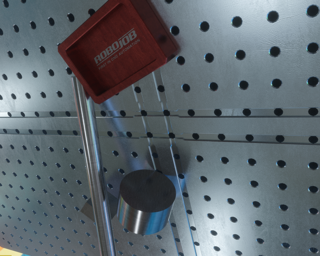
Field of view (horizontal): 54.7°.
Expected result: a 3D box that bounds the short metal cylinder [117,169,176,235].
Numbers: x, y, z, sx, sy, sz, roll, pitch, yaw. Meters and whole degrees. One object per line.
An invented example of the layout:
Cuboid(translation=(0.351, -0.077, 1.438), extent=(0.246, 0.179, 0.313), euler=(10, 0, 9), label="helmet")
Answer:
Cuboid(translation=(-0.021, 0.107, 0.453), extent=(0.080, 0.080, 0.050), euler=(23, 127, 14), label="short metal cylinder")

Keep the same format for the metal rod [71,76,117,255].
Cuboid(translation=(-0.096, 0.071, 0.465), extent=(0.025, 0.025, 0.298), euler=(3, 107, 27), label="metal rod")

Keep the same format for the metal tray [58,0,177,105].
Cuboid(translation=(-0.056, -0.094, 0.378), extent=(0.130, 0.030, 0.090), euler=(-25, 105, 36), label="metal tray")

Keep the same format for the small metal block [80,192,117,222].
Cuboid(translation=(-0.098, 0.135, 0.528), extent=(0.050, 0.050, 0.025), euler=(37, 117, 3), label="small metal block")
